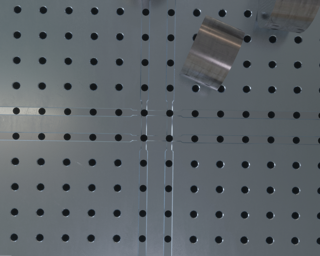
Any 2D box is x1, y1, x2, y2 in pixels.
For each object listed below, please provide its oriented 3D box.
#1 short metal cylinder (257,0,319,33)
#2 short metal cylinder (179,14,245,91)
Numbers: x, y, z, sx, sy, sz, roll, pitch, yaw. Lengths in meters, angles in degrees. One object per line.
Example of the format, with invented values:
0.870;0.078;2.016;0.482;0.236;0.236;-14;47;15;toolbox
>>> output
0.160;-0.163;0.387;0.050;0.080;0.080;8;90;0;short metal cylinder
0.063;-0.093;0.386;0.050;0.080;0.080;24;90;0;short metal cylinder
